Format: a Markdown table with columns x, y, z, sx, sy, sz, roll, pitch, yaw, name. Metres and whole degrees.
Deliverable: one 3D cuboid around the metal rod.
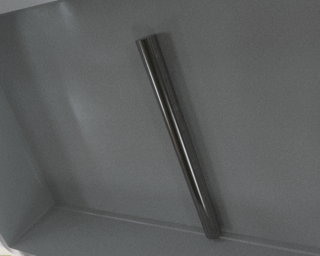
| x | y | z | sx | sy | sz | roll | pitch | yaw | name |
| --- | --- | --- | --- | --- | --- | --- | --- | --- | --- |
| 0.032 | 0.027 | 0.408 | 0.025 | 0.025 | 0.299 | -7 | 115 | 31 | metal rod |
